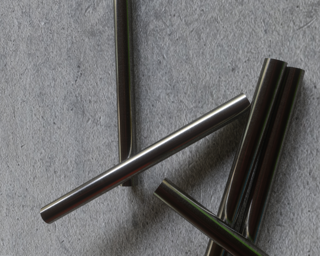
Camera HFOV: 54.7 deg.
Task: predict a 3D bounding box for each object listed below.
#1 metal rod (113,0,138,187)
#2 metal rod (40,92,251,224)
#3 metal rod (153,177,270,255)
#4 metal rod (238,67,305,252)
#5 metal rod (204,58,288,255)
[{"bbox_3d":[-0.048,-0.071,0.425,0.025,0.025,0.298,-2,89,20],"label":"metal rod"},{"bbox_3d":[-0.023,0.043,0.394,0.300,0.025,0.025,-30,80,8],"label":"metal rod"},{"bbox_3d":[0.119,0.156,0.343,0.300,0.025,0.025,36,102,7],"label":"metal rod"},{"bbox_3d":[0.118,0.077,0.366,0.025,0.025,0.298,15,95,19],"label":"metal rod"},{"bbox_3d":[0.092,0.068,0.367,0.025,0.025,0.298,18,99,19],"label":"metal rod"}]
